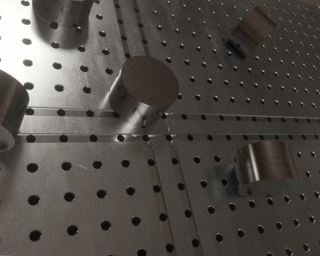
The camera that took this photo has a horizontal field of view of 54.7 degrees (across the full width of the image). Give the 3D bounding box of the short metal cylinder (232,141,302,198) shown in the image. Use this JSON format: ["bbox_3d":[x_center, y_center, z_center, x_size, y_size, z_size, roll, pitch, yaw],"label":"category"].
[{"bbox_3d":[0.141,0.058,0.416,0.081,0.080,0.050,11,57,-23],"label":"short metal cylinder"}]

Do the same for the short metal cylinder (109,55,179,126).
[{"bbox_3d":[-0.022,-0.049,0.412,0.081,0.050,0.080,14,56,-21],"label":"short metal cylinder"}]

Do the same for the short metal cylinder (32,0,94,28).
[{"bbox_3d":[-0.134,-0.189,0.436,0.081,0.050,0.080,14,56,-21],"label":"short metal cylinder"}]

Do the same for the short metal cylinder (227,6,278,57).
[{"bbox_3d":[0.171,-0.179,0.577,0.050,0.080,0.080,44,51,2],"label":"short metal cylinder"}]

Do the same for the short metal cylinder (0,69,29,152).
[{"bbox_3d":[-0.172,-0.017,0.291,0.081,0.080,0.050,16,55,-20],"label":"short metal cylinder"}]
